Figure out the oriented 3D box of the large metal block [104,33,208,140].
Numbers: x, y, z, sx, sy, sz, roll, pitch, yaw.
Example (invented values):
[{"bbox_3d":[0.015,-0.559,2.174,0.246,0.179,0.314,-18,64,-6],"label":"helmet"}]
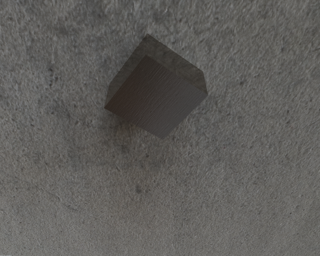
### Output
[{"bbox_3d":[-0.005,-0.044,0.353,0.080,0.050,0.080,29,124,-23],"label":"large metal block"}]
